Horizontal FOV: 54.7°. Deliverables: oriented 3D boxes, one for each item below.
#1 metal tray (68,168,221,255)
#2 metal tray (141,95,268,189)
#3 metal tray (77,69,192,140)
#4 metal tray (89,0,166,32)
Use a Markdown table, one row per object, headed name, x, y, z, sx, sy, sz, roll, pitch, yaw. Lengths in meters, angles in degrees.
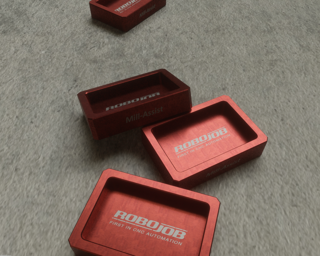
| name | x | y | z | sx | sy | sz | roll | pitch | yaw |
| --- | --- | --- | --- | --- | --- | --- | --- | --- | --- |
| metal tray | -0.012 | 0.100 | 0.315 | 0.131 | 0.030 | 0.090 | 14 | 51 | 10 |
| metal tray | 0.053 | 0.016 | 0.387 | 0.131 | 0.030 | 0.090 | -21 | 53 | -18 |
| metal tray | -0.035 | -0.036 | 0.408 | 0.131 | 0.030 | 0.090 | -19 | 32 | -14 |
| metal tray | -0.060 | -0.243 | 0.602 | 0.090 | 0.030 | 0.131 | 30 | 56 | 22 |
